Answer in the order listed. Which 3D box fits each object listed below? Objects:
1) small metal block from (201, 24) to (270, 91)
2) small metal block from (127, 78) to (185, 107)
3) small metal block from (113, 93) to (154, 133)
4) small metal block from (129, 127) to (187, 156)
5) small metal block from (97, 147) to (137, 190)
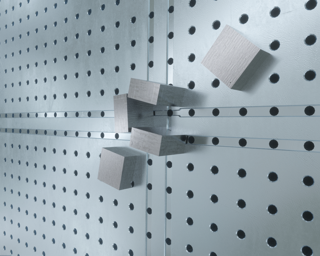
[{"bbox_3d":[0.082,-0.077,0.343,0.050,0.025,0.050,49,119,29],"label":"small metal block"},{"bbox_3d":[-0.004,-0.045,0.398,0.050,0.050,0.025,19,102,38],"label":"small metal block"},{"bbox_3d":[-0.035,-0.019,0.423,0.025,0.050,0.050,-5,87,40],"label":"small metal block"},{"bbox_3d":[-0.002,0.016,0.396,0.050,0.050,0.025,15,100,39],"label":"small metal block"},{"bbox_3d":[-0.065,0.059,0.464,0.050,0.025,0.050,16,101,39],"label":"small metal block"}]
